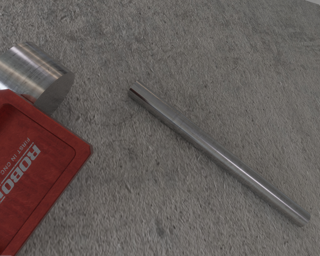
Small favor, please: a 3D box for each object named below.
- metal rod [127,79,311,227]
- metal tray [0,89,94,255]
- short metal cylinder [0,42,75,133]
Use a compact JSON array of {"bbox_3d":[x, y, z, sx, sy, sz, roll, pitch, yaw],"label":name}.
[{"bbox_3d":[0.082,0.036,0.425,0.301,0.025,0.025,38,51,-3],"label":"metal rod"},{"bbox_3d":[-0.131,0.044,0.261,0.090,0.030,0.130,36,83,-5],"label":"metal tray"},{"bbox_3d":[-0.135,-0.041,0.321,0.050,0.080,0.080,38,51,-3],"label":"short metal cylinder"}]
